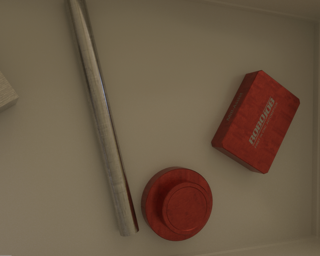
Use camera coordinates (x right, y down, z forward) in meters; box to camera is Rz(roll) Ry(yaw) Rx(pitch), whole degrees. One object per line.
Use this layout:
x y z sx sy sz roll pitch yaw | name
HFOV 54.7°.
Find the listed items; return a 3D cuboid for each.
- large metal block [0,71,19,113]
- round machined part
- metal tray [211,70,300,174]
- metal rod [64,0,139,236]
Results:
-0.206 -0.041 0.315 0.080 0.050 0.080 -38 103 -26 | large metal block
0.028 0.103 0.413 0.099 0.042 0.097 0 90 -21 | round machined part
0.145 -0.009 0.463 0.090 0.030 0.130 32 79 -18 | metal tray
-0.071 -0.012 0.384 0.025 0.025 0.298 -14 95 -20 | metal rod
